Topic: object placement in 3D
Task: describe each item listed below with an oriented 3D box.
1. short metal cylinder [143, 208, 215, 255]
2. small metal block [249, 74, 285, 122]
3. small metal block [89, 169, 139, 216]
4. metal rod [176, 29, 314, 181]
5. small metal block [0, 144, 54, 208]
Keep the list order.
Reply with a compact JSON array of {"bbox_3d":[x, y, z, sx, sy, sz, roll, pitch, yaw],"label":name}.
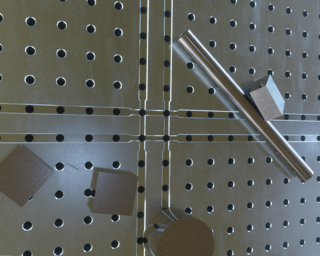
[{"bbox_3d":[0.024,0.152,0.410,0.081,0.050,0.079,0,90,-20],"label":"short metal cylinder"},{"bbox_3d":[0.160,-0.045,0.460,0.050,0.025,0.050,57,35,-12],"label":"small metal block"},{"bbox_3d":[-0.059,0.081,0.392,0.050,0.025,0.050,10,87,-20],"label":"small metal block"},{"bbox_3d":[0.134,-0.026,0.463,0.300,0.025,0.025,45,76,-15],"label":"metal rod"},{"bbox_3d":[-0.159,0.053,0.354,0.050,0.025,0.050,45,76,-15],"label":"small metal block"}]
